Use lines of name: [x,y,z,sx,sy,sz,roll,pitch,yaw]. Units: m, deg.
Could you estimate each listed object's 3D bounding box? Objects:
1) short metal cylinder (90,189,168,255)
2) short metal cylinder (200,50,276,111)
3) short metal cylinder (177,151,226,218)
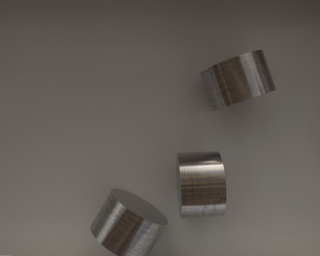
short metal cylinder: [-0.038,0.118,0.384,0.080,0.080,0.050,30,90,-1]
short metal cylinder: [0.096,-0.058,0.385,0.080,0.080,0.050,-19,90,0]
short metal cylinder: [0.049,0.070,0.385,0.050,0.080,0.079,-3,90,0]
